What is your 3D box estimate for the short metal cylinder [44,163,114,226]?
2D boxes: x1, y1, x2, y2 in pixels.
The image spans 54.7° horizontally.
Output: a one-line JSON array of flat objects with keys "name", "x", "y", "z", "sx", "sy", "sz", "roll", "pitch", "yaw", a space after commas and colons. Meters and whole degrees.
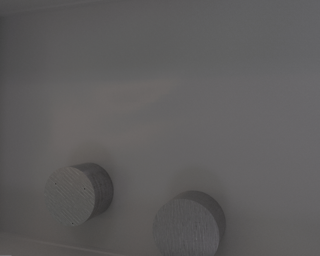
[{"name": "short metal cylinder", "x": -0.113, "y": 0.091, "z": 0.437, "sx": 0.080, "sy": 0.050, "sz": 0.080, "roll": 0, "pitch": 90, "yaw": 20}]

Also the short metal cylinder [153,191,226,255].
[{"name": "short metal cylinder", "x": 0.037, "y": 0.122, "z": 0.384, "sx": 0.080, "sy": 0.050, "sz": 0.080, "roll": 0, "pitch": 90, "yaw": 20}]
